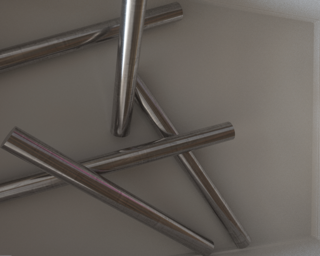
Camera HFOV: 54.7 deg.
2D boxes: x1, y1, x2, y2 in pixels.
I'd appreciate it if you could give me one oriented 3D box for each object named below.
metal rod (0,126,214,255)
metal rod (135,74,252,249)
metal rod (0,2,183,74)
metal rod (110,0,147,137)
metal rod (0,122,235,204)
[{"bbox_3d":[-0.040,0.089,0.368,0.301,0.025,0.025,37,78,-27],"label":"metal rod"},{"bbox_3d":[0.040,0.049,0.426,0.025,0.025,0.299,-38,103,-16],"label":"metal rod"},{"bbox_3d":[-0.107,-0.103,0.371,0.302,0.025,0.025,-23,98,-19],"label":"metal rod"},{"bbox_3d":[-0.027,-0.119,0.317,0.025,0.025,0.298,-3,124,-20],"label":"metal rod"},{"bbox_3d":[-0.050,0.039,0.375,0.302,0.025,0.025,-14,95,-13],"label":"metal rod"}]
